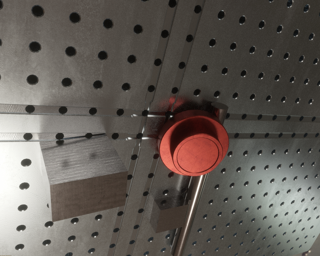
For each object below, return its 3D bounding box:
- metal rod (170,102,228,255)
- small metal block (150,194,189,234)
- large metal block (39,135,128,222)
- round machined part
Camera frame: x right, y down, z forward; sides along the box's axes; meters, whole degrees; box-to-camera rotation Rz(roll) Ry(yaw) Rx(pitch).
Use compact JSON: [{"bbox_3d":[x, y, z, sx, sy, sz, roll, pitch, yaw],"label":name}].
[{"bbox_3d":[0.058,0.099,0.506,0.025,0.025,0.298,-3,120,-27],"label":"metal rod"},{"bbox_3d":[0.014,0.141,0.508,0.050,0.025,0.050,-4,121,-27],"label":"small metal block"},{"bbox_3d":[-0.091,0.054,0.360,0.081,0.080,0.050,-7,122,-25],"label":"large metal block"},{"bbox_3d":[0.048,0.027,0.427,0.099,0.042,0.097,-3,118,-6],"label":"round machined part"}]
